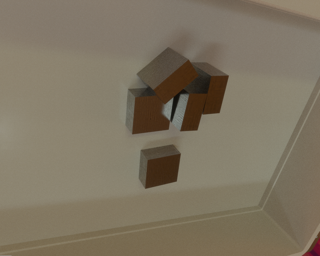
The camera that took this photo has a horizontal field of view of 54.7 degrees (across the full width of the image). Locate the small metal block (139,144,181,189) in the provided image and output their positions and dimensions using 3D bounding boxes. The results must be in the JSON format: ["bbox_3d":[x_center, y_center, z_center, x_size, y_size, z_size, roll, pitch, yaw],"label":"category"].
[{"bbox_3d":[-0.001,0.055,0.442,0.050,0.025,0.050,-9,122,-24],"label":"small metal block"}]

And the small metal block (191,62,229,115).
[{"bbox_3d":[0.057,-0.051,0.391,0.025,0.050,0.050,-6,121,-26],"label":"small metal block"}]

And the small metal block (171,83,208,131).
[{"bbox_3d":[0.030,-0.030,0.390,0.025,0.050,0.050,-3,120,-27],"label":"small metal block"}]

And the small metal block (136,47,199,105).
[{"bbox_3d":[0.008,-0.062,0.358,0.050,0.050,0.025,-41,129,-1],"label":"small metal block"}]

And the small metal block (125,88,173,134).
[{"bbox_3d":[-0.014,-0.022,0.387,0.050,0.025,0.050,-7,122,-25],"label":"small metal block"}]
